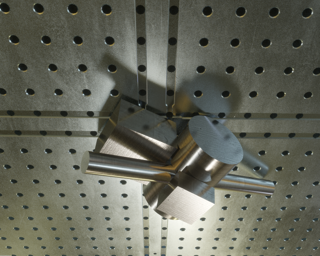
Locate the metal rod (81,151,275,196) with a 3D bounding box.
[{"bbox_3d":[0.045,0.066,0.412,0.302,0.025,0.025,13,131,-31],"label":"metal rod"}]

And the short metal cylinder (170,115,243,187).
[{"bbox_3d":[0.058,0.030,0.397,0.080,0.080,0.050,22,127,-18],"label":"short metal cylinder"}]

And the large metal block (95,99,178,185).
[{"bbox_3d":[-0.033,0.021,0.405,0.080,0.050,0.080,23,126,-19],"label":"large metal block"}]

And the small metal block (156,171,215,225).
[{"bbox_3d":[0.031,0.086,0.377,0.050,0.025,0.050,28,125,-12],"label":"small metal block"}]

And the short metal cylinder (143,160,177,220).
[{"bbox_3d":[0.023,0.082,0.441,0.080,0.080,0.050,24,126,-19],"label":"short metal cylinder"}]
